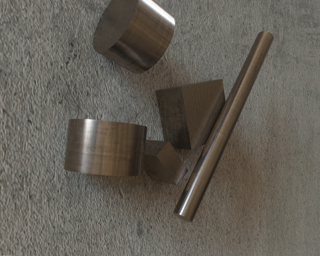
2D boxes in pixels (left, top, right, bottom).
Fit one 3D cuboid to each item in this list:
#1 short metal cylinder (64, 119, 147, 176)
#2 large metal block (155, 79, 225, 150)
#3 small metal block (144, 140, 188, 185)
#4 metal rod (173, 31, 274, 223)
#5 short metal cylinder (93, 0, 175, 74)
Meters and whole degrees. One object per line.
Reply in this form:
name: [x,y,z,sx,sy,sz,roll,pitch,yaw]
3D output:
short metal cylinder: [-0.056,0.020,0.322,0.081,0.080,0.050,8,85,-40]
large metal block: [0.047,-0.021,0.428,0.081,0.050,0.079,-17,101,-39]
small metal block: [0.000,0.042,0.388,0.025,0.050,0.050,-48,119,-29]
metal rod: [0.094,-0.017,0.418,0.025,0.025,0.300,43,64,-32]
short metal cylinder: [-0.030,-0.107,0.343,0.050,0.080,0.080,26,74,-37]
